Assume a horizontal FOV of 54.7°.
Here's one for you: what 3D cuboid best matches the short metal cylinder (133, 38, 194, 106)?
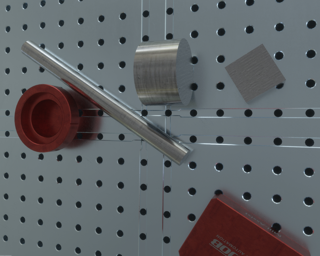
[{"bbox_3d":[0.007,-0.067,0.380,0.050,0.080,0.079,1,90,20],"label":"short metal cylinder"}]

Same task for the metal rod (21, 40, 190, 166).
[{"bbox_3d":[-0.087,-0.043,0.441,0.300,0.025,0.025,35,101,16],"label":"metal rod"}]

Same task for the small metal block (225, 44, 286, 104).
[{"bbox_3d":[0.114,-0.064,0.372,0.050,0.025,0.050,-31,80,17],"label":"small metal block"}]

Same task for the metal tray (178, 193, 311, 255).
[{"bbox_3d":[0.100,0.153,0.374,0.130,0.030,0.090,32,100,16],"label":"metal tray"}]

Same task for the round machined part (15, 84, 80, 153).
[{"bbox_3d":[-0.161,-0.014,0.459,0.098,0.042,0.097,0,90,19],"label":"round machined part"}]
